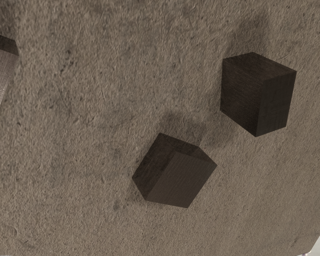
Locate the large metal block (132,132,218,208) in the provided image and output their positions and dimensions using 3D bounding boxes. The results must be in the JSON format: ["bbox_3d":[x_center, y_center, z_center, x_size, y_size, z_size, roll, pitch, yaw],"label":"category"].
[{"bbox_3d":[0.020,0.062,0.442,0.080,0.050,0.080,21,107,-37],"label":"large metal block"}]

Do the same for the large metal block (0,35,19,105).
[{"bbox_3d":[-0.178,-0.048,0.264,0.081,0.050,0.080,18,109,-36],"label":"large metal block"}]

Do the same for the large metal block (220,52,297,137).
[{"bbox_3d":[0.126,-0.047,0.413,0.050,0.080,0.079,-17,126,-19],"label":"large metal block"}]
